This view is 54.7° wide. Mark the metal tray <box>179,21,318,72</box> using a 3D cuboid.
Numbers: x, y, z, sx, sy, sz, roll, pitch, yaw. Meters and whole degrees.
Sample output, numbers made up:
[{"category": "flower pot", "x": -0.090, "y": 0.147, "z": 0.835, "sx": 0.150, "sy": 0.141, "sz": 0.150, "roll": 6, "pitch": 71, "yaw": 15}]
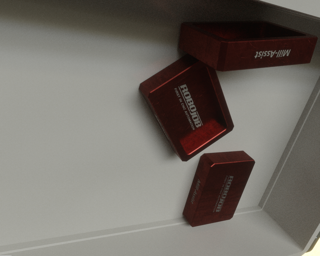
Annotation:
[{"category": "metal tray", "x": 0.100, "y": -0.099, "z": 0.359, "sx": 0.131, "sy": 0.090, "sz": 0.030, "roll": -10, "pitch": 123, "yaw": -23}]

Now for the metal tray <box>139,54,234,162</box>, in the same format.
[{"category": "metal tray", "x": 0.040, "y": -0.025, "z": 0.411, "sx": 0.090, "sy": 0.030, "sz": 0.130, "roll": -34, "pitch": 129, "yaw": -6}]

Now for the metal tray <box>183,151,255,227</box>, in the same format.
[{"category": "metal tray", "x": 0.098, "y": 0.102, "z": 0.522, "sx": 0.091, "sy": 0.030, "sz": 0.129, "roll": -1, "pitch": 119, "yaw": -28}]
